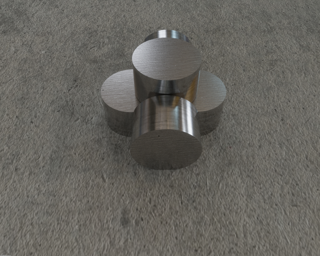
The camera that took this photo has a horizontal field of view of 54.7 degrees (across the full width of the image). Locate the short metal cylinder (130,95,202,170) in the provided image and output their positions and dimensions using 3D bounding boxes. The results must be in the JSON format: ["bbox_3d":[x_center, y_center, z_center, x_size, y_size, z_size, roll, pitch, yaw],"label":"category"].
[{"bbox_3d":[0.007,0.007,0.363,0.081,0.080,0.050,0,50,0],"label":"short metal cylinder"}]

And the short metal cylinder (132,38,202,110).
[{"bbox_3d":[0.008,-0.066,0.378,0.081,0.050,0.080,0,50,0],"label":"short metal cylinder"}]

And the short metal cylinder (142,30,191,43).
[{"bbox_3d":[0.010,-0.093,0.448,0.081,0.080,0.050,0,50,-1],"label":"short metal cylinder"}]

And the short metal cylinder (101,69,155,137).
[{"bbox_3d":[-0.035,-0.034,0.416,0.081,0.050,0.080,0,50,0],"label":"short metal cylinder"}]

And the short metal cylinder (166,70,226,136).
[{"bbox_3d":[0.045,-0.034,0.418,0.081,0.050,0.080,0,50,0],"label":"short metal cylinder"}]
